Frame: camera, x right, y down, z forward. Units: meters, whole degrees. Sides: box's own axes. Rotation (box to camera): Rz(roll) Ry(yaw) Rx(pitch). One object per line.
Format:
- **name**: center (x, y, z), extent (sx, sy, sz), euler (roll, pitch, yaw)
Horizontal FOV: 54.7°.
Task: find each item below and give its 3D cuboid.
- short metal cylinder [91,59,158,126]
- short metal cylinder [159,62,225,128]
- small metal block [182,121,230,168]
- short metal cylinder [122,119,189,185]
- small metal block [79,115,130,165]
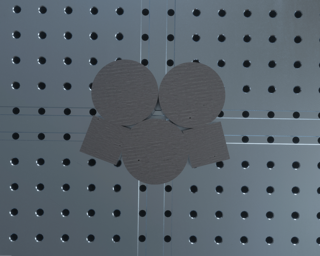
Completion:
- **short metal cylinder**: center (-0.042, -0.043, 0.397), extent (0.081, 0.050, 0.079), euler (0, 90, 0)
- **short metal cylinder**: center (0.039, -0.040, 0.398), extent (0.081, 0.050, 0.079), euler (0, 90, 0)
- **small metal block**: center (0.060, 0.022, 0.411), extent (0.050, 0.025, 0.050), euler (-14, 90, 0)
- **short metal cylinder**: center (-0.006, 0.028, 0.397), extent (0.081, 0.050, 0.079), euler (0, 90, 0)
- **small metal block**: center (-0.071, 0.016, 0.409), extent (0.050, 0.025, 0.050), euler (21, 90, 0)
